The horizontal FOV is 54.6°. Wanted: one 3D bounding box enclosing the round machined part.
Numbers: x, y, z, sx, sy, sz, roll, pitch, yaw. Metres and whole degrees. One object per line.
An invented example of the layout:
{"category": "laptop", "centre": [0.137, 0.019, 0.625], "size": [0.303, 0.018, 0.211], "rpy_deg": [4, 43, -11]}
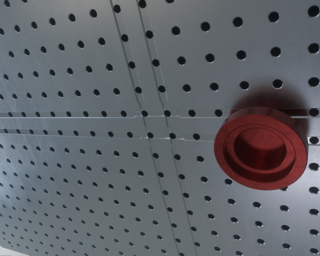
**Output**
{"category": "round machined part", "centre": [0.115, 0.019, 0.352], "size": [0.098, 0.042, 0.097], "rpy_deg": [13, 124, 21]}
